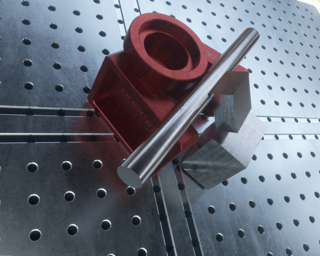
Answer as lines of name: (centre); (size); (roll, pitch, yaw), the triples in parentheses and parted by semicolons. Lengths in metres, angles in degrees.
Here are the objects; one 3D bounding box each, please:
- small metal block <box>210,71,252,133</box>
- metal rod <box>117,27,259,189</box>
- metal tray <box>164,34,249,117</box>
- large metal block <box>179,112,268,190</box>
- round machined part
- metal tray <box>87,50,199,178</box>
small metal block: (0.082, -0.030, 0.352); (0.025, 0.050, 0.050); (9, 42, 32)
metal rod: (0.053, -0.046, 0.350); (0.025, 0.025, 0.301); (42, 51, 0)
metal tray: (0.046, -0.075, 0.438); (0.131, 0.090, 0.030); (28, 53, -11)
large metal block: (0.081, 0.023, 0.400); (0.050, 0.080, 0.080); (42, 51, 0)
round machined part: (0.003, -0.084, 0.363); (0.099, 0.042, 0.098); (14, 56, -21)
metal tray: (-0.025, -0.014, 0.362); (0.030, 0.090, 0.130); (-33, 81, -38)
